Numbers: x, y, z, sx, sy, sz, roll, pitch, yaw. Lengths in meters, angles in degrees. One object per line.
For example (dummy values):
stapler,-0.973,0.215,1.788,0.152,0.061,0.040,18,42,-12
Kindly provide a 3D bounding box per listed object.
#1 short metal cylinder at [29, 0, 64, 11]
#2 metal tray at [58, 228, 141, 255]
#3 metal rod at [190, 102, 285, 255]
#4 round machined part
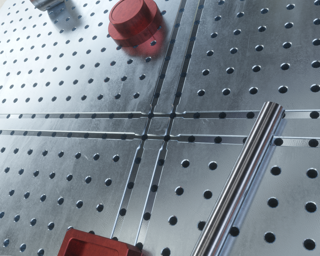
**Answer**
short metal cylinder,-0.266,-0.316,0.707,0.050,0.080,0.080,-22,54,16
metal tray,-0.082,0.184,0.334,0.090,0.030,0.130,3,63,29
metal rod,0.058,0.102,0.314,0.025,0.025,0.300,19,71,35
round machined part,-0.050,-0.193,0.542,0.098,0.042,0.098,-13,56,21
